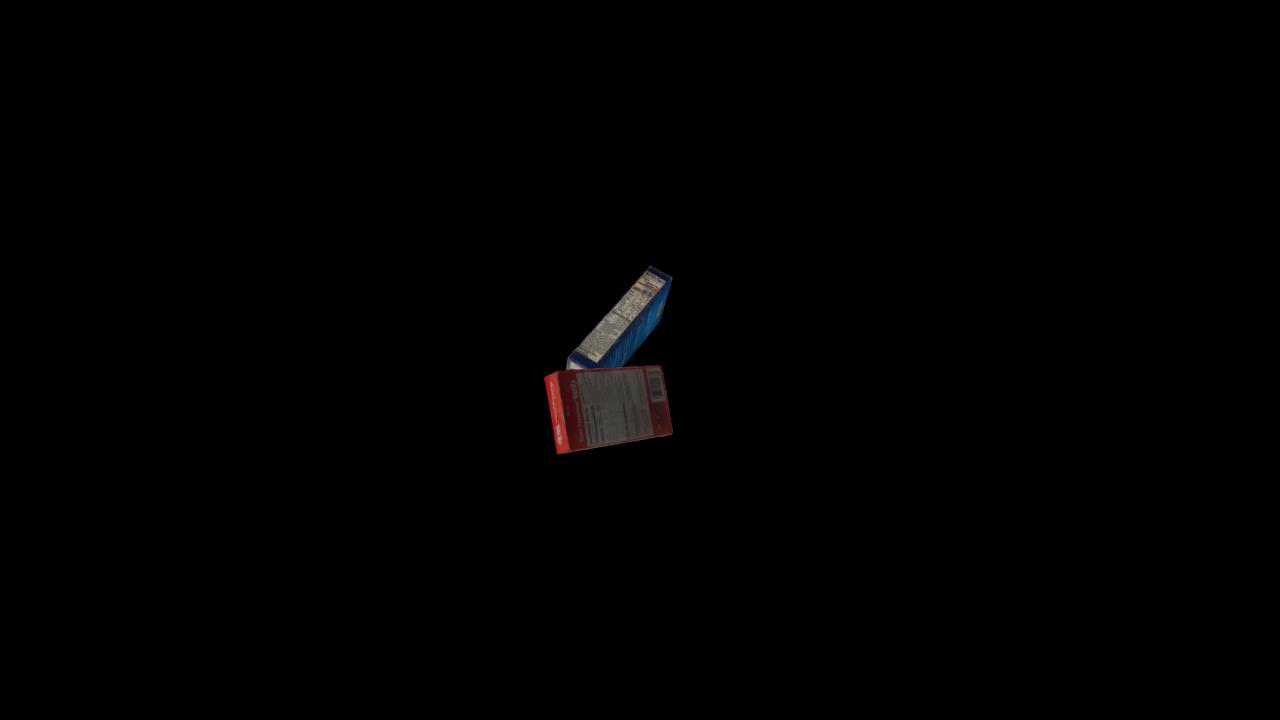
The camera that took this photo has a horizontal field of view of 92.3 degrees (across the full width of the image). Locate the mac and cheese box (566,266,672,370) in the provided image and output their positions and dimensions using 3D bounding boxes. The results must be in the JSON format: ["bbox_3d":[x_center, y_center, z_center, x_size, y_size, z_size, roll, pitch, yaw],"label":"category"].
[{"bbox_3d":[-0.027,-0.027,0.764,0.041,0.184,0.093,30,-36,12],"label":"mac and cheese box"}]

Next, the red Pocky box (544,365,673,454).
[{"bbox_3d":[-0.030,0.050,0.662,0.155,0.083,0.028,-2,-10,-45],"label":"red Pocky box"}]
